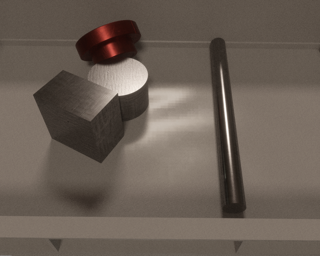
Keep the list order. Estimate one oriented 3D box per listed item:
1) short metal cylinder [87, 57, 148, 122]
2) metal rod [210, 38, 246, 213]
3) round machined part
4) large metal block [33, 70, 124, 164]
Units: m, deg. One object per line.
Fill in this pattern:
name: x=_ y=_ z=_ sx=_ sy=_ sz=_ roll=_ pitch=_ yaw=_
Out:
short metal cylinder: x=-0.057 y=-0.055 z=0.434 sx=0.081 sy=0.050 sz=0.080 roll=0 pitch=50 yaw=0
metal rod: x=0.089 y=-0.028 z=0.429 sx=0.025 sy=0.025 sz=0.300 roll=3 pitch=50 yaw=2
round machined part: x=-0.074 y=-0.122 z=0.472 sx=0.099 sy=0.098 sz=0.042 roll=-24 pitch=93 yaw=-19
large metal block: x=-0.095 y=-0.013 z=0.379 sx=0.080 sy=0.080 sz=0.050 roll=24 pitch=54 yaw=18
